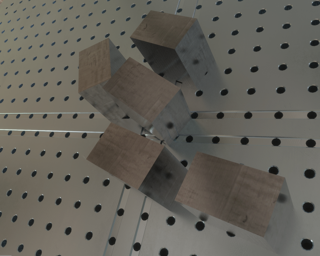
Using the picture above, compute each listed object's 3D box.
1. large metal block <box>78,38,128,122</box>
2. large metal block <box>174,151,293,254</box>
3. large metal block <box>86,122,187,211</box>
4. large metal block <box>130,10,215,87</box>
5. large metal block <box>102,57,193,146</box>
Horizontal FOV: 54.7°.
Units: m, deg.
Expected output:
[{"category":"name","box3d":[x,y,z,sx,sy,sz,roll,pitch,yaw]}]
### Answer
[{"category":"large metal block","box3d":[-0.073,-0.068,0.451,0.050,0.080,0.080,-21,54,16]},{"category":"large metal block","box3d":[0.073,0.070,0.291,0.080,0.080,0.050,15,70,34]},{"category":"large metal block","box3d":[-0.022,0.045,0.356,0.080,0.080,0.050,22,74,36]},{"category":"large metal block","box3d":[0.019,-0.109,0.429,0.080,0.080,0.050,26,76,36]},{"category":"large metal block","box3d":[-0.013,-0.031,0.387,0.080,0.080,0.050,36,82,25]}]
